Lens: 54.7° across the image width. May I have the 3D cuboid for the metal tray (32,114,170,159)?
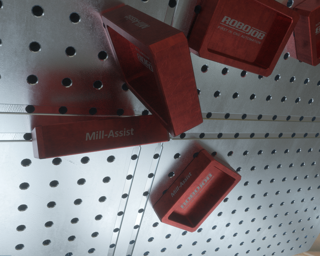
[{"bbox_3d":[-0.067,0.009,0.338,0.131,0.090,0.030,-7,89,-25],"label":"metal tray"}]

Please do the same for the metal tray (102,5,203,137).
[{"bbox_3d":[-0.011,-0.060,0.301,0.030,0.130,0.090,-27,128,-13],"label":"metal tray"}]

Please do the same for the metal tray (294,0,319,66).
[{"bbox_3d":[0.258,-0.162,0.451,0.130,0.030,0.090,-34,129,-7],"label":"metal tray"}]

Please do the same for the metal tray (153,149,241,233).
[{"bbox_3d":[0.063,0.107,0.510,0.090,0.030,0.130,33,100,-39],"label":"metal tray"}]

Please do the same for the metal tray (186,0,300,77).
[{"bbox_3d":[0.107,-0.123,0.392,0.131,0.030,0.089,8,115,-32],"label":"metal tray"}]
